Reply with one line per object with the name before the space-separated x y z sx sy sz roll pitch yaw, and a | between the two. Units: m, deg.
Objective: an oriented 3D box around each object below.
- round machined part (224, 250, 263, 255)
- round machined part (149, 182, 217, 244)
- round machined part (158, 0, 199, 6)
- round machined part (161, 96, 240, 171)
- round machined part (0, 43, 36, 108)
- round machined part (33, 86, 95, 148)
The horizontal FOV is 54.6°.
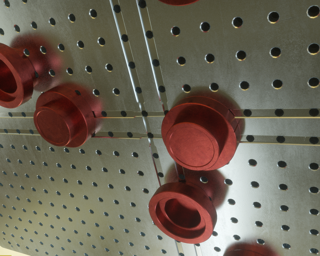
round machined part | 0.136 0.239 0.476 0.098 0.042 0.097 13 124 21
round machined part | 0.036 0.118 0.455 0.098 0.042 0.097 13 124 21
round machined part | 0.015 -0.166 0.290 0.098 0.042 0.097 13 124 21
round machined part | 0.046 0.014 0.385 0.098 0.042 0.097 13 124 21
round machined part | -0.231 -0.082 0.472 0.098 0.042 0.097 13 124 21
round machined part | -0.152 -0.011 0.475 0.098 0.042 0.097 13 124 21
